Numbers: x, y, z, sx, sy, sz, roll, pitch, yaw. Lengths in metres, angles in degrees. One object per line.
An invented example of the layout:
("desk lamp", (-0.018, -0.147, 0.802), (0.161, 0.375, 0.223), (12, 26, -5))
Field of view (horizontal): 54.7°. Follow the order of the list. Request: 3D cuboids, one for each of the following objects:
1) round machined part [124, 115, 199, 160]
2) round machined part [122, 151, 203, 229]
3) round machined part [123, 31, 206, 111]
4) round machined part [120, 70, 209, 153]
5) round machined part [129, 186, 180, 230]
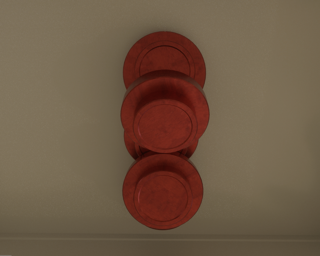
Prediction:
("round machined part", (0.002, 0.012, 0.405), (0.099, 0.042, 0.097), (0, 109, 0))
("round machined part", (0.004, 0.078, 0.375), (0.099, 0.042, 0.097), (0, 99, -1))
("round machined part", (0.005, -0.065, 0.365), (0.099, 0.042, 0.097), (0, 94, -1))
("round machined part", (0.005, -0.011, 0.342), (0.099, 0.042, 0.097), (0, 123, 0))
("round machined part", (0.004, 0.102, 0.424), (0.099, 0.042, 0.097), (0, 125, 0))
